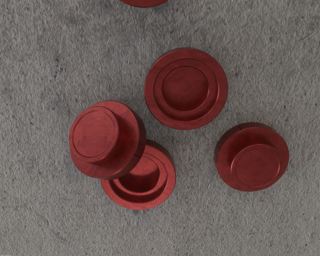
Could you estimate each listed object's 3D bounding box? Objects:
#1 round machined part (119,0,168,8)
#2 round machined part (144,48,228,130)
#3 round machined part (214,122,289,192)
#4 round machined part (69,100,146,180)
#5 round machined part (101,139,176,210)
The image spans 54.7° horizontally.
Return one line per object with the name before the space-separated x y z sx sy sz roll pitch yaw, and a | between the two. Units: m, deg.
round machined part | -0.017 -0.182 0.333 0.099 0.042 0.097 0 110 0
round machined part | 0.031 -0.050 0.382 0.099 0.042 0.097 0 110 0
round machined part | 0.126 0.045 0.418 0.099 0.042 0.097 0 110 0
round machined part | -0.070 0.012 0.376 0.098 0.042 0.098 -6 72 21
round machined part | -0.028 0.059 0.422 0.099 0.042 0.097 0 110 0
